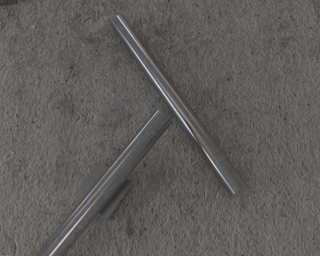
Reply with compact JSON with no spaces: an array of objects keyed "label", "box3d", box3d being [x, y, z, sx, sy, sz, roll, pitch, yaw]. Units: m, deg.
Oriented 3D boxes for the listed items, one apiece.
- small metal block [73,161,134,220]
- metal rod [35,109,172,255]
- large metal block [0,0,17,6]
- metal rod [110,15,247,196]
[{"label":"small metal block","box3d":[-0.068,0.077,0.380,0.050,0.025,0.050,31,73,10]},{"label":"metal rod","box3d":[-0.090,0.101,0.346,0.025,0.025,0.300,38,83,12]},{"label":"large metal block","box3d":[-0.274,-0.235,0.479,0.081,0.050,0.080,-10,70,-4]},{"label":"metal rod","box3d":[0.017,-0.042,0.423,0.025,0.025,0.299,-31,73,-11]}]
